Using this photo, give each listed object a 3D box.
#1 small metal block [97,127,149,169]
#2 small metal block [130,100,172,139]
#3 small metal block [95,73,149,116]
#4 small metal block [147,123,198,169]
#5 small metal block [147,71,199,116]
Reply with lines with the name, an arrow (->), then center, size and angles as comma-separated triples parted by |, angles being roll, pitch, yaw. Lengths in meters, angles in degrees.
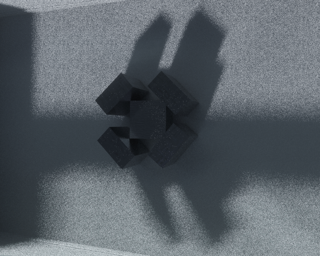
small metal block -> -0.047, 0.025, 0.412 | 0.050, 0.050, 0.025 | 47, 105, 14
small metal block -> -0.012, -0.011, 0.412 | 0.050, 0.025, 0.050 | 1, 90, 20
small metal block -> -0.049, -0.043, 0.412 | 0.050, 0.050, 0.025 | -44, 76, 15
small metal block -> 0.017, 0.021, 0.388 | 0.025, 0.050, 0.050 | 42, 102, 14
small metal block -> 0.018, -0.042, 0.388 | 0.025, 0.050, 0.050 | -46, 77, 13
